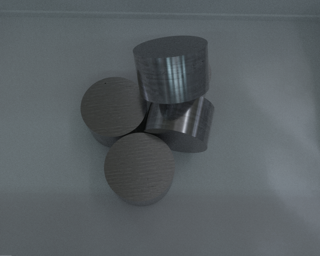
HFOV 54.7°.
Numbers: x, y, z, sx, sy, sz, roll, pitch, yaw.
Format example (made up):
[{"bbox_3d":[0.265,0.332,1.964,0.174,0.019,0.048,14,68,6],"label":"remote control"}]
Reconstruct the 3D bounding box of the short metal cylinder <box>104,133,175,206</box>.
[{"bbox_3d":[-0.023,0.051,0.375,0.081,0.050,0.080,0,70,0],"label":"short metal cylinder"}]

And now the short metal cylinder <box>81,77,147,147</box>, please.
[{"bbox_3d":[-0.056,-0.019,0.400,0.081,0.050,0.080,0,70,0],"label":"short metal cylinder"}]

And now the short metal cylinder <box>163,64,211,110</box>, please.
[{"bbox_3d":[0.025,-0.063,0.418,0.081,0.050,0.080,0,70,0],"label":"short metal cylinder"}]

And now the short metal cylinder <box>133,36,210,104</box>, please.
[{"bbox_3d":[0.014,-0.067,0.345,0.080,0.050,0.080,-6,30,4],"label":"short metal cylinder"}]

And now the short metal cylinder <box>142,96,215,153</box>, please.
[{"bbox_3d":[0.023,-0.006,0.382,0.080,0.080,0.050,13,71,4],"label":"short metal cylinder"}]
